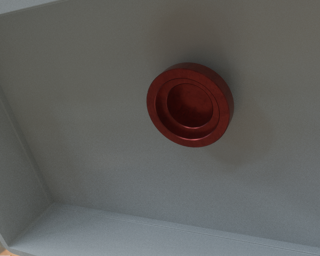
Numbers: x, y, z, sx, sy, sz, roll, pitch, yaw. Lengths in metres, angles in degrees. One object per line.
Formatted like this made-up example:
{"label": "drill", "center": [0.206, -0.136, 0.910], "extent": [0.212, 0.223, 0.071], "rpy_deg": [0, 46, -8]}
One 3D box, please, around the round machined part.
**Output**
{"label": "round machined part", "center": [0.037, -0.029, 0.360], "extent": [0.098, 0.042, 0.097], "rpy_deg": [13, 124, 21]}
